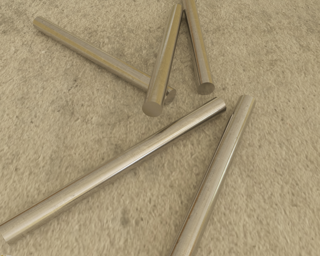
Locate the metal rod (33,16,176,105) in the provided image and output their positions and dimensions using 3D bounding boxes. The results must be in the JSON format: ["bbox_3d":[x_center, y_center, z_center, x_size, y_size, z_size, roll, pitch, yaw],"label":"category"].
[{"bbox_3d":[-0.101,-0.117,0.500,0.300,0.025,0.025,32,57,23],"label":"metal rod"}]

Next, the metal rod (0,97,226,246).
[{"bbox_3d":[-0.036,0.038,0.370,0.302,0.025,0.025,-30,57,-24],"label":"metal rod"}]

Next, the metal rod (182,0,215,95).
[{"bbox_3d":[0.061,-0.172,0.548,0.025,0.025,0.300,-2,50,-2],"label":"metal rod"}]

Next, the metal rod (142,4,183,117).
[{"bbox_3d":[0.012,-0.124,0.485,0.025,0.025,0.300,7,43,5],"label":"metal rod"}]

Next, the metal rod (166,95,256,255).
[{"bbox_3d":[0.057,0.066,0.348,0.025,0.025,0.301,21,53,16],"label":"metal rod"}]
